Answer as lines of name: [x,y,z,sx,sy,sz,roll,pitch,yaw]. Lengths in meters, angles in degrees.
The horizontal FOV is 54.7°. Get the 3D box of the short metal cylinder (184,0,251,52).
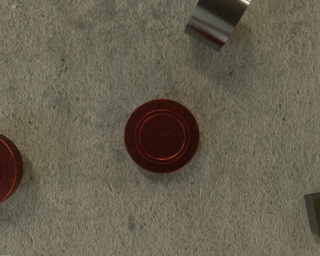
short metal cylinder: [0.072,-0.142,0.383,0.050,0.080,0.080,30,90,-1]

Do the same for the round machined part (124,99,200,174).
round machined part: [0.003,0.011,0.402,0.099,0.042,0.097,0,90,-1]

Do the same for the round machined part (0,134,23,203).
round machined part: [-0.225,0.052,0.399,0.099,0.042,0.097,0,90,-1]

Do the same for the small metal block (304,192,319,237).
small metal block: [0.227,0.112,0.413,0.050,0.025,0.050,-11,90,-1]
